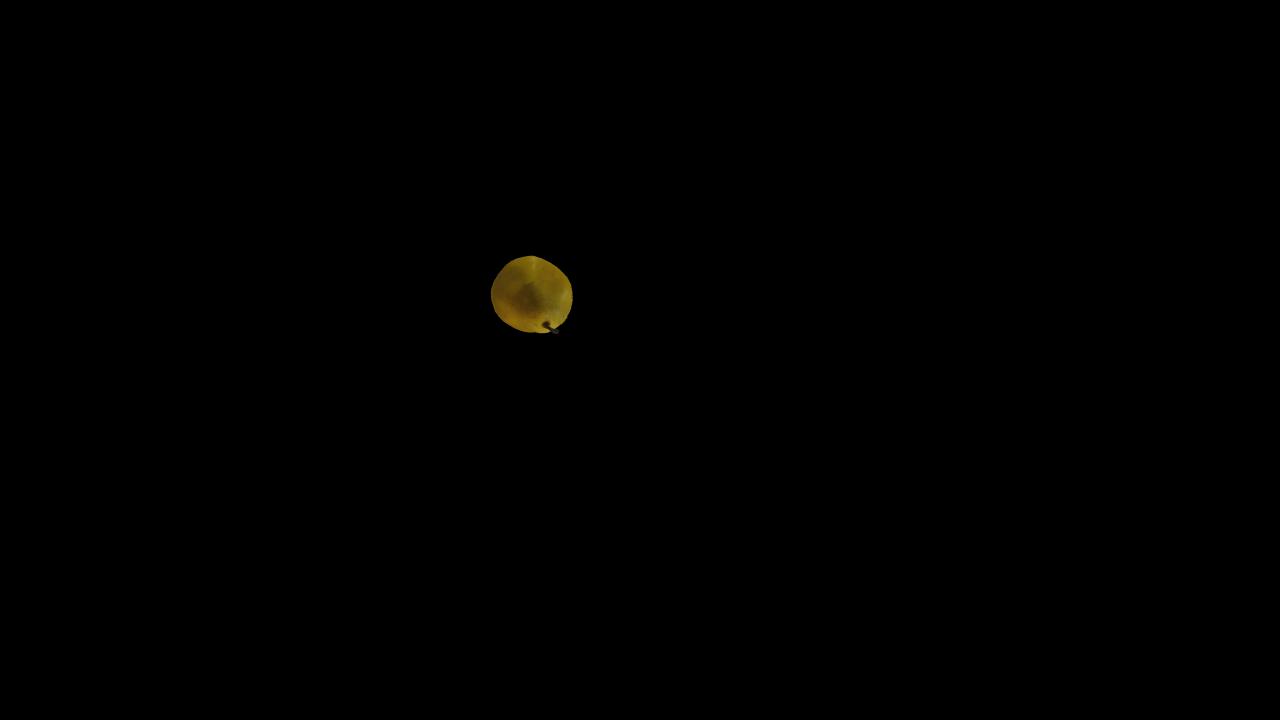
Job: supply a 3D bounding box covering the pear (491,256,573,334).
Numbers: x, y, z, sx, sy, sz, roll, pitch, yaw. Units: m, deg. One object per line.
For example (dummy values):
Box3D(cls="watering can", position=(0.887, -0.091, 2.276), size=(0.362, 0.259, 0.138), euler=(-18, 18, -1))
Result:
Box3D(cls="pear", position=(-0.102, -0.052, 0.586), size=(0.080, 0.080, 0.111), euler=(0, 29, -10))
